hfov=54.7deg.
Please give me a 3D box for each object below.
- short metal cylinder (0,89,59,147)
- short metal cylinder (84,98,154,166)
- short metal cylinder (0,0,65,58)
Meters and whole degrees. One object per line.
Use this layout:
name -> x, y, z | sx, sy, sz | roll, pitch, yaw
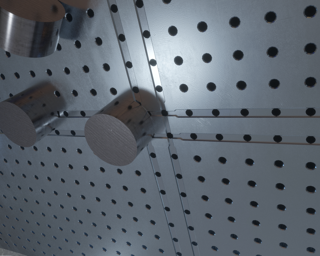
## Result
short metal cylinder -> -0.211, -0.016, 0.494 | 0.080, 0.050, 0.079 | 13, 124, 20
short metal cylinder -> -0.055, 0.005, 0.426 | 0.080, 0.050, 0.079 | 13, 124, 20
short metal cylinder -> -0.162, -0.131, 0.378 | 0.080, 0.080, 0.050 | 35, 129, 4
